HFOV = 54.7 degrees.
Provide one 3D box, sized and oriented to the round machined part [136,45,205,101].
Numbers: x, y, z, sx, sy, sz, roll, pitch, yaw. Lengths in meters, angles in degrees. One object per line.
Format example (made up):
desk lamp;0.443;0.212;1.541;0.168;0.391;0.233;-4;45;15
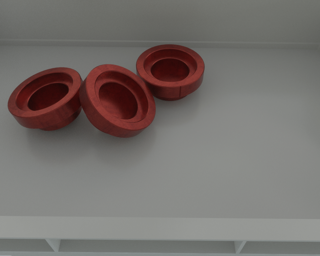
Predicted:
round machined part;0.015;-0.078;0.460;0.099;0.042;0.098;0;50;0

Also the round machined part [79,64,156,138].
round machined part;-0.058;-0.030;0.399;0.099;0.042;0.098;22;50;-28

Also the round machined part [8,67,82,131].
round machined part;-0.144;-0.034;0.412;0.098;0.042;0.098;-8;46;9
